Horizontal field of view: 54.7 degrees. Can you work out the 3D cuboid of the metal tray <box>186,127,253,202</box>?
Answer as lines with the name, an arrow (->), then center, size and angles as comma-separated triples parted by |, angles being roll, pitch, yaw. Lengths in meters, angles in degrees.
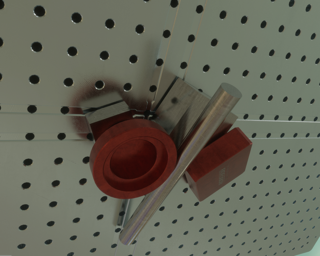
metal tray -> 0.084, 0.058, 0.453 | 0.090, 0.030, 0.130 | -33, 154, -6

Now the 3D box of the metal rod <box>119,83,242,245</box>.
metal rod -> 0.010, 0.067, 0.402 | 0.025, 0.025, 0.298 | 6, 131, -31

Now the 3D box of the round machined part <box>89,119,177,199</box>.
round machined part -> -0.033, 0.032, 0.362 | 0.099, 0.042, 0.097 | -12, 124, -18

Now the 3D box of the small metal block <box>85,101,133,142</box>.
small metal block -> -0.058, 0.001, 0.377 | 0.050, 0.025, 0.050 | -20, 126, -17

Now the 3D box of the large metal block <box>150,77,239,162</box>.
large metal block -> 0.041, -0.007, 0.409 | 0.080, 0.050, 0.080 | 25, 105, -37
